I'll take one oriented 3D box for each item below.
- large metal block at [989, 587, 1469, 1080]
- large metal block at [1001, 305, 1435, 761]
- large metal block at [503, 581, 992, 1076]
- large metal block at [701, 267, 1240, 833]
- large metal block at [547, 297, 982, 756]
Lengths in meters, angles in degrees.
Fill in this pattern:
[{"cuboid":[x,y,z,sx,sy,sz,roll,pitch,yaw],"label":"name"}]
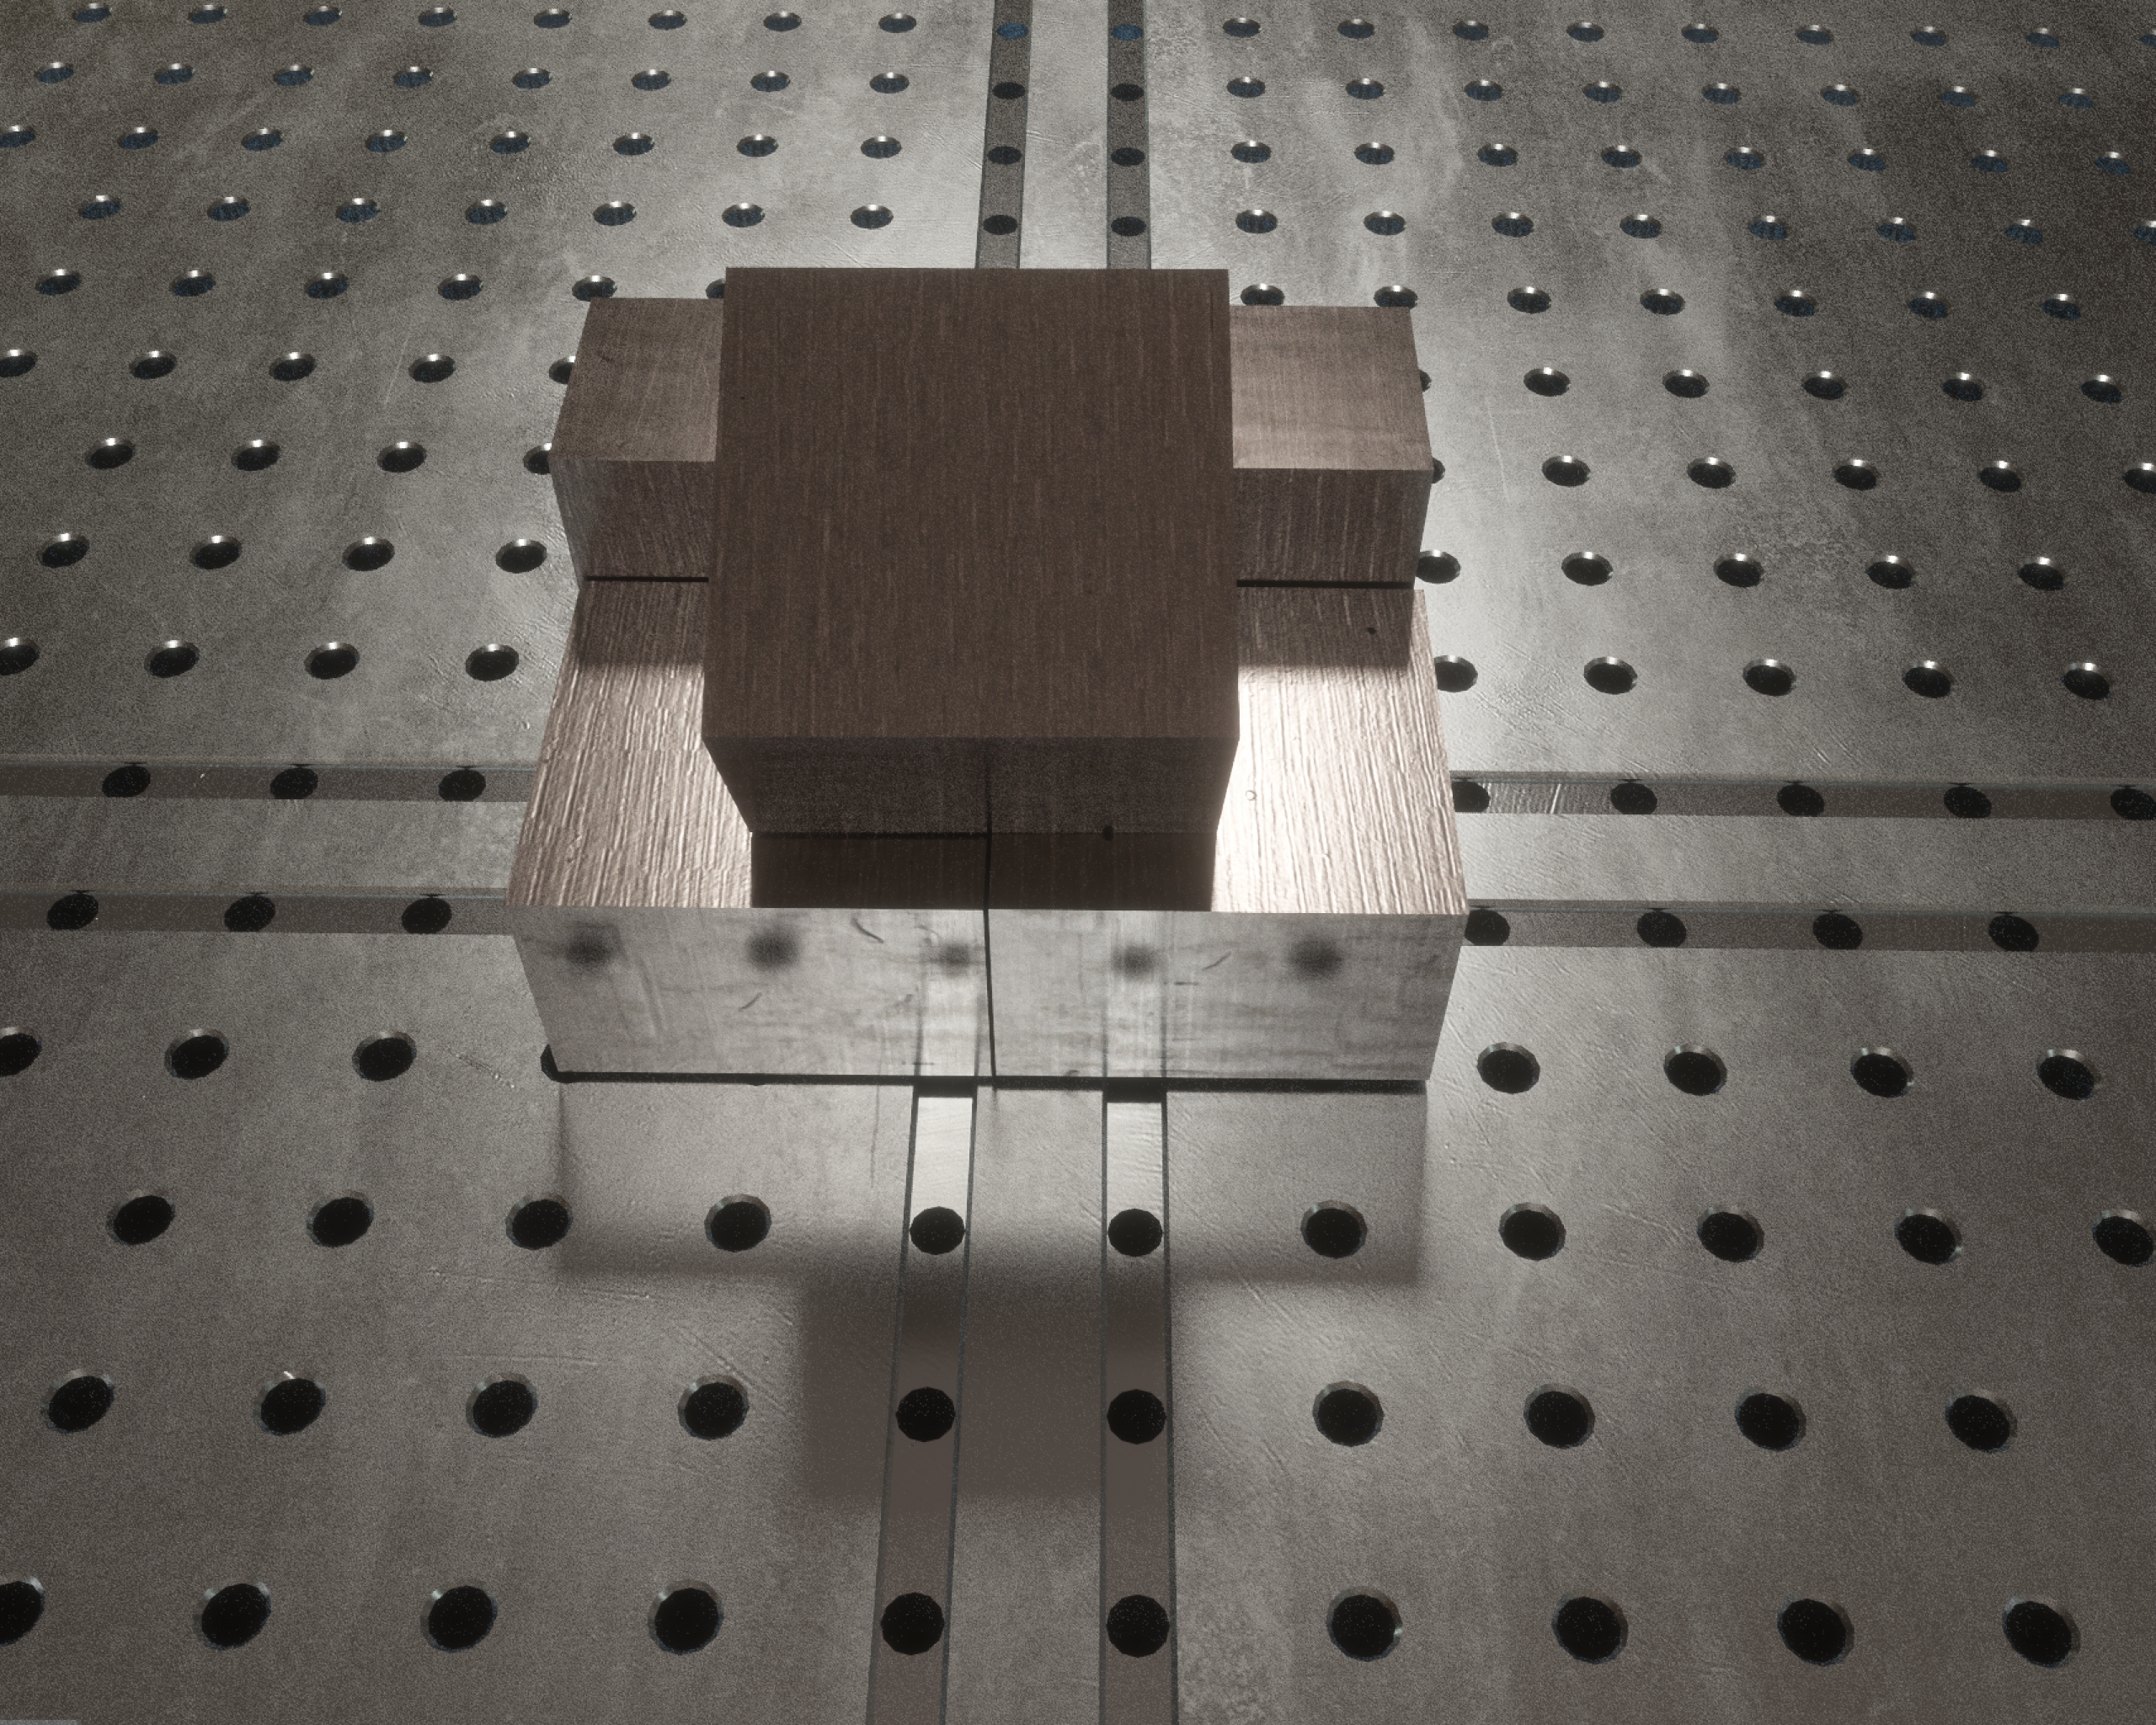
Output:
[{"cuboid":[0.026,-0.006,0.394,0.081,0.050,0.080,1,50,0],"label":"large metal block"},{"cuboid":[0.025,-0.066,0.426,0.081,0.080,0.050,1,50,0],"label":"large metal block"},{"cuboid":[-0.056,-0.007,0.394,0.081,0.050,0.080,1,50,0],"label":"large metal block"},{"cuboid":[-0.016,-0.050,0.347,0.081,0.050,0.080,0,74,-1],"label":"large metal block"},{"cuboid":[-0.056,-0.067,0.426,0.081,0.080,0.050,1,50,0],"label":"large metal block"}]
